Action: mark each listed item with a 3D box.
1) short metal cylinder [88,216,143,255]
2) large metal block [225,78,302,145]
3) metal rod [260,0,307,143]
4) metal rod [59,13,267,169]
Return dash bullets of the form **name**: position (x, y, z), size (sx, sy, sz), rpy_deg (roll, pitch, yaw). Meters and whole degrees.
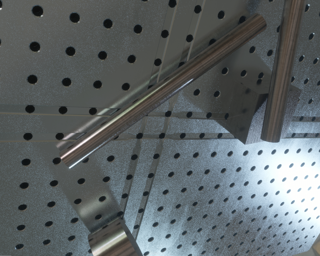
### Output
- **short metal cylinder**: position (-0.062, 0.177, 0.453), size (0.050, 0.080, 0.080), rpy_deg (-31, 129, -9)
- **large metal block**: position (0.153, -0.027, 0.464), size (0.081, 0.050, 0.079), rpy_deg (-8, 122, -25)
- **metal rod**: position (0.162, -0.127, 0.383), size (0.025, 0.025, 0.298), rpy_deg (-4, 108, -27)
- **metal rod**: position (0.007, -0.049, 0.386), size (0.301, 0.025, 0.025), rpy_deg (-36, 130, -5)
